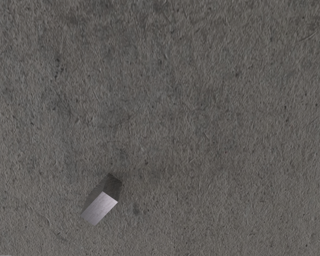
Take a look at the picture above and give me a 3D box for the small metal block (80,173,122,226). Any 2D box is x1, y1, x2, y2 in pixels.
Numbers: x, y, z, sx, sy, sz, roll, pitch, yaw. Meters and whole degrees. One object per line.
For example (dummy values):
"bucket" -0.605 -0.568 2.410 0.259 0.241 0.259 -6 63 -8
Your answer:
"small metal block" -0.081 0.098 0.432 0.025 0.050 0.050 39 105 -13
